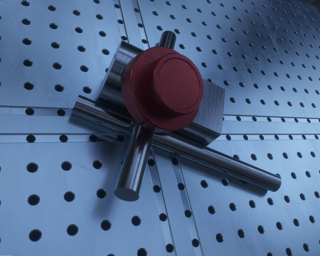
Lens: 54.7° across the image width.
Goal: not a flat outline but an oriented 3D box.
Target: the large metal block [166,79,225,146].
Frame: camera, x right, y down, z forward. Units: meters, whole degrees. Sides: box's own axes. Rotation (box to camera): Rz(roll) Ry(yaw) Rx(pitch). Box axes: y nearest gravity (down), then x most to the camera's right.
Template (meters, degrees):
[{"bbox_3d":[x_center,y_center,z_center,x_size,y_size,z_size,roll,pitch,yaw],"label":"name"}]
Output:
[{"bbox_3d":[0.040,-0.027,0.427,0.080,0.050,0.080,23,53,-15],"label":"large metal block"}]

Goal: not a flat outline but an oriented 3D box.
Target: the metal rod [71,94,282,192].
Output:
[{"bbox_3d":[0.033,0.026,0.411,0.302,0.025,0.025,22,53,-15],"label":"metal rod"}]

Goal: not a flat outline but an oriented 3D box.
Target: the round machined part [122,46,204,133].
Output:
[{"bbox_3d":[0.010,-0.045,0.347,0.099,0.042,0.097,7,78,-34],"label":"round machined part"}]

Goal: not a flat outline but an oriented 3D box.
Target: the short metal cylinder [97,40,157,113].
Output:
[{"bbox_3d":[-0.041,-0.063,0.389,0.050,0.080,0.080,23,53,-15],"label":"short metal cylinder"}]

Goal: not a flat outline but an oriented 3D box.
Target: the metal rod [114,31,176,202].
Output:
[{"bbox_3d":[-0.009,-0.042,0.405,0.025,0.025,0.300,25,45,-13],"label":"metal rod"}]
